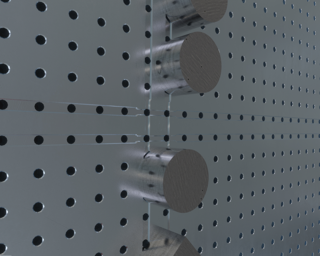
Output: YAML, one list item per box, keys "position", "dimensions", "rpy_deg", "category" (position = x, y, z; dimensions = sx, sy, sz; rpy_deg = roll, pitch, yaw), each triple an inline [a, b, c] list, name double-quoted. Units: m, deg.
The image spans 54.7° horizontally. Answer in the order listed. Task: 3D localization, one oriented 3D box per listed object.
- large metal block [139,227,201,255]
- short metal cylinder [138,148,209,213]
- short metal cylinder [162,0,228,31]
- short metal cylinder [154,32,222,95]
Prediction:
- position: [0.013, 0.192, 0.404]
  dimensions: [0.080, 0.050, 0.080]
  rpy_deg: [-49, 119, -29]
  category: "large metal block"
- position: [0.018, 0.066, 0.408]
  dimensions: [0.081, 0.050, 0.080]
  rpy_deg: [0, 90, -40]
  category: "short metal cylinder"
- position: [0.049, -0.183, 0.434]
  dimensions: [0.081, 0.050, 0.080]
  rpy_deg: [0, 90, -40]
  category: "short metal cylinder"
- position: [0.039, -0.086, 0.425]
  dimensions: [0.081, 0.050, 0.080]
  rpy_deg: [0, 90, -40]
  category: "short metal cylinder"
